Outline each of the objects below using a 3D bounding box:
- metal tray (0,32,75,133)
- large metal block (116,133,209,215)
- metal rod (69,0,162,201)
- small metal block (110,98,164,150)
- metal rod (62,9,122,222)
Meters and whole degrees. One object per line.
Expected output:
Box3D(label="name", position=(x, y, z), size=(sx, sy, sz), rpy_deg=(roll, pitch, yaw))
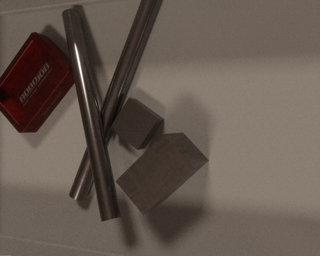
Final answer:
Box3D(label="metal tray", position=(-0.193, -0.067, 0.473), size=(0.090, 0.030, 0.130), rpy_deg=(45, 103, 14))
Box3D(label="large metal block", position=(0.006, 0.052, 0.378), size=(0.080, 0.080, 0.050), rpy_deg=(-45, 76, 14))
Box3D(label="metal rod", position=(-0.065, -0.038, 0.432), size=(0.025, 0.025, 0.298), rpy_deg=(24, 98, 18))
Box3D(label="small metal block", position=(-0.031, -0.006, 0.421), size=(0.050, 0.025, 0.050), rpy_deg=(37, 101, 16))
Box3D(label="metal rod", position=(-0.096, -0.028, 0.419), size=(0.025, 0.025, 0.299), rpy_deg=(-19, 75, 18))
